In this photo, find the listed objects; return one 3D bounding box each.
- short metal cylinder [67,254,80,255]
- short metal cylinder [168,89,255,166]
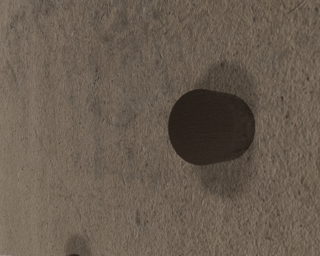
[{"bbox_3d":[-0.159,0.259,0.517,0.080,0.050,0.079,0,90,39],"label":"short metal cylinder"},{"bbox_3d":[0.056,-0.001,0.341,0.080,0.050,0.079,0,90,39],"label":"short metal cylinder"}]
